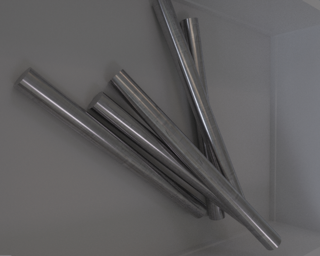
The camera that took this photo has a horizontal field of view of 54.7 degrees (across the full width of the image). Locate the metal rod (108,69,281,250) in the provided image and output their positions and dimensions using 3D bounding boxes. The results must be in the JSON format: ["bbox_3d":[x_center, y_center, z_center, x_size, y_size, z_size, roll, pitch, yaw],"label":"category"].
[{"bbox_3d":[0.050,0.046,0.389,0.300,0.025,0.025,46,61,-10],"label":"metal rod"}]

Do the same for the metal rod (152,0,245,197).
[{"bbox_3d":[0.055,-0.028,0.419,0.025,0.025,0.299,-25,95,-37],"label":"metal rod"}]

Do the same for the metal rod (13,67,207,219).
[{"bbox_3d":[-0.037,0.036,0.375,0.300,0.025,0.025,42,65,-32],"label":"metal rod"}]

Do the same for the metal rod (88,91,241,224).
[{"bbox_3d":[0.032,0.055,0.413,0.301,0.025,0.025,40,66,-26],"label":"metal rod"}]

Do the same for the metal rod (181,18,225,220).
[{"bbox_3d":[0.065,-0.008,0.460,0.025,0.025,0.298,-15,100,-39],"label":"metal rod"}]
